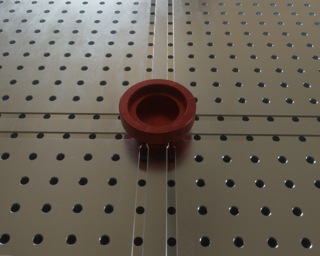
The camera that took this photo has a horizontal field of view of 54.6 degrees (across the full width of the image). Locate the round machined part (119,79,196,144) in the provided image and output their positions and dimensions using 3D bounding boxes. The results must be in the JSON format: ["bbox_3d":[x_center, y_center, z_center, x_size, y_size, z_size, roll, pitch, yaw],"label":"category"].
[{"bbox_3d":[-0.003,-0.017,0.410,0.099,0.042,0.098,0,50,0],"label":"round machined part"}]
